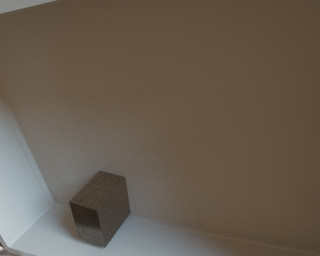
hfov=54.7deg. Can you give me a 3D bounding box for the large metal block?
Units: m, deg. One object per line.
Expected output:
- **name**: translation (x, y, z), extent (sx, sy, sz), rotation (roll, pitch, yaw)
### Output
- **large metal block**: translation (-0.094, 0.129, 0.502), extent (0.050, 0.080, 0.079), rotation (10, 123, 23)
